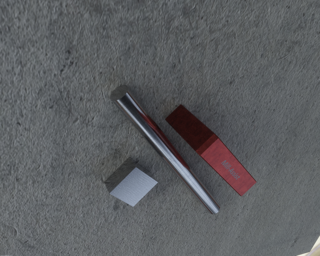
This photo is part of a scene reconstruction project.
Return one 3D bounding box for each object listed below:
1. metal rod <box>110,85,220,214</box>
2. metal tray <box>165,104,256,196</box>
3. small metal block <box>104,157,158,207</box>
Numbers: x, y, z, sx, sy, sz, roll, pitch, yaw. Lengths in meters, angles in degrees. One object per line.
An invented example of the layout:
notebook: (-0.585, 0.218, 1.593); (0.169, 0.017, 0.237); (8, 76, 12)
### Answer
metal rod: (0.024, 0.050, 0.452); (0.025, 0.025, 0.300); (-40, 130, -2)
metal tray: (0.071, 0.032, 0.424); (0.030, 0.090, 0.130); (-45, 130, 2)
small metal block: (-0.040, 0.076, 0.433); (0.050, 0.025, 0.050); (-45, 130, 3)
